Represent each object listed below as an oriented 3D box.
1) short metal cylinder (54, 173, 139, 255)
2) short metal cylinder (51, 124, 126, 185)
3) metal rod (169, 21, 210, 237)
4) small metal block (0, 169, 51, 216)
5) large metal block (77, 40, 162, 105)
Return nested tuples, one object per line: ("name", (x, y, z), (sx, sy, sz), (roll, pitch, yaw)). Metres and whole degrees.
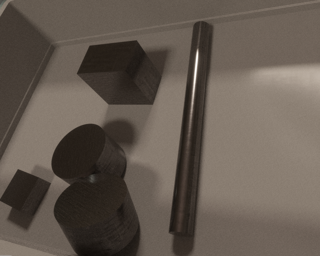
("short metal cylinder", (-0.069, 0.096, 0.345), (0.080, 0.050, 0.080), (-10, 31, 6))
("short metal cylinder", (-0.092, 0.041, 0.406), (0.080, 0.050, 0.080), (-15, 49, 19))
("metal rod", (0.042, -0.020, 0.394), (0.025, 0.025, 0.299), (-5, 59, 25))
("small metal block", (-0.195, 0.093, 0.449), (0.050, 0.025, 0.050), (11, 67, 32))
("large metal block", (-0.055, -0.076, 0.444), (0.080, 0.080, 0.050), (2, 63, 29))
